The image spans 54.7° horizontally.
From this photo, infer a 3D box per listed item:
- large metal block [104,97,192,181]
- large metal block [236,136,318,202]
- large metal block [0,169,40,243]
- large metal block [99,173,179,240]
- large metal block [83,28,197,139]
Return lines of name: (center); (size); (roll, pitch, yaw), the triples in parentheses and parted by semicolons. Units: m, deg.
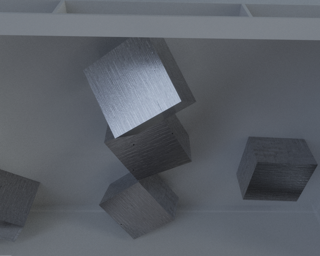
large metal block: (-0.013, 0.014, 0.405); (0.080, 0.050, 0.080); (-22, 127, 17)
large metal block: (0.163, 0.060, 0.447); (0.081, 0.050, 0.079); (3, 130, -3)
large metal block: (-0.239, 0.114, 0.466); (0.080, 0.080, 0.050); (25, 126, -20)
large metal block: (-0.030, 0.112, 0.474); (0.080, 0.050, 0.080); (-33, 106, 24)
large metal block: (-0.021, -0.044, 0.328); (0.080, 0.050, 0.080); (-29, 83, 22)
